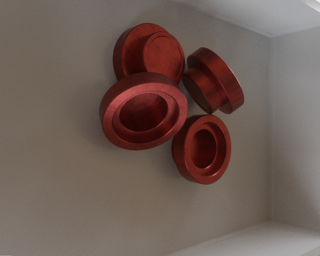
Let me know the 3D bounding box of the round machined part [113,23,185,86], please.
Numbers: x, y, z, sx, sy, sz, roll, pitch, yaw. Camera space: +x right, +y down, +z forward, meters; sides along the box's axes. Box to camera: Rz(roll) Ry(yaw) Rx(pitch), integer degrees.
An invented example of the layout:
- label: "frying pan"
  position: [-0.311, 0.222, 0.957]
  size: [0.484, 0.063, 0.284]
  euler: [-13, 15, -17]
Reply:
- label: "round machined part"
  position: [-0.006, -0.083, 0.392]
  size: [0.099, 0.042, 0.097]
  euler: [0, 90, -40]

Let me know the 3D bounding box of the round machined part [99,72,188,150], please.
- label: "round machined part"
  position: [-0.021, -0.023, 0.358]
  size: [0.099, 0.042, 0.097]
  euler: [-12, 134, -12]

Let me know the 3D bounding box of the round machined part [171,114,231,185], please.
- label: "round machined part"
  position: [0.055, 0.029, 0.444]
  size: [0.099, 0.042, 0.097]
  euler: [0, 90, -40]

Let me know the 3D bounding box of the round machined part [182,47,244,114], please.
- label: "round machined part"
  position: [0.066, -0.058, 0.424]
  size: [0.042, 0.098, 0.098]
  euler: [-37, 116, -4]
